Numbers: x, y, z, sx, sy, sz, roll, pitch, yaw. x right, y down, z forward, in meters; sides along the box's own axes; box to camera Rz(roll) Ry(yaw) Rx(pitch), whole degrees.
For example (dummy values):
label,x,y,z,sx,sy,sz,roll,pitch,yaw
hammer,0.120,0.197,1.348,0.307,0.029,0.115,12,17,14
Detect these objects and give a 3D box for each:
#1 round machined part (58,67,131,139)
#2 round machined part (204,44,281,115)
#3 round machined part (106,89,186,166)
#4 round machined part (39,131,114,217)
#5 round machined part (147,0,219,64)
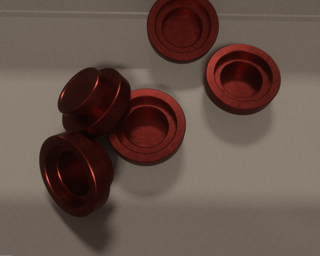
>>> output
label,x,y,z,sx,sy,sz,roll,pitch,yaw
round machined part,-0.088,-0.037,0.387,0.098,0.042,0.098,-21,48,27
round machined part,0.109,-0.062,0.425,0.099,0.042,0.098,0,70,-1
round machined part,-0.018,0.002,0.400,0.099,0.042,0.098,0,70,-1
round machined part,-0.093,0.050,0.362,0.098,0.097,0.042,48,37,15
round machined part,0.031,-0.140,0.442,0.099,0.042,0.097,0,90,-2
